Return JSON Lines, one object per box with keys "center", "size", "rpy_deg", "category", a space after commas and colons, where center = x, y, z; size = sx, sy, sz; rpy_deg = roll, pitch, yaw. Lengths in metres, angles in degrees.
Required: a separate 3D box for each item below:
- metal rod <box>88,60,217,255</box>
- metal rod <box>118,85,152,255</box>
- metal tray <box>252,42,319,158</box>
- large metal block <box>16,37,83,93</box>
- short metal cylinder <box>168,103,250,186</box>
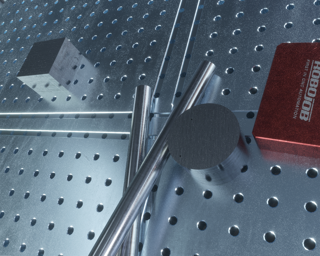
{"center": [-0.004, 0.035, 0.367], "size": [0.025, 0.025, 0.300], "rpy_deg": [14, 62, 34], "category": "metal rod"}
{"center": [-0.032, 0.074, 0.379], "size": [0.025, 0.025, 0.299], "rpy_deg": [-10, 57, 23], "category": "metal rod"}
{"center": [0.164, -0.034, 0.340], "size": [0.090, 0.030, 0.130], "rpy_deg": [9, 66, 32], "category": "metal tray"}
{"center": [-0.200, -0.114, 0.567], "size": [0.080, 0.050, 0.080], "rpy_deg": [1, 62, 28], "category": "large metal block"}
{"center": [0.056, 0.019, 0.351], "size": [0.080, 0.050, 0.080], "rpy_deg": [-13, 56, 21], "category": "short metal cylinder"}
